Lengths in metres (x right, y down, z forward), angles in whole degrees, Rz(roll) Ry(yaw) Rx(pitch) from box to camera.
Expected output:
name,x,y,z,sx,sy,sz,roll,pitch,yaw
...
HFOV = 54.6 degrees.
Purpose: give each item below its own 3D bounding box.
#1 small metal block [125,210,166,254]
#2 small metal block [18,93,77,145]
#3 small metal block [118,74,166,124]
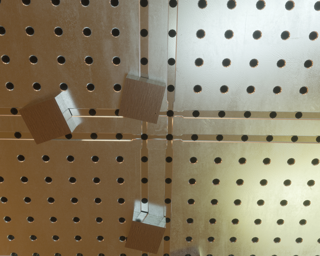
name,x,y,z,sx,sy,sz,roll,pitch,yaw
small metal block,-0.022,0.159,0.472,0.050,0.025,0.050,15,109,-6
small metal block,-0.146,-0.012,0.408,0.050,0.025,0.050,-18,109,6
small metal block,-0.023,-0.038,0.399,0.050,0.025,0.050,13,110,-5
